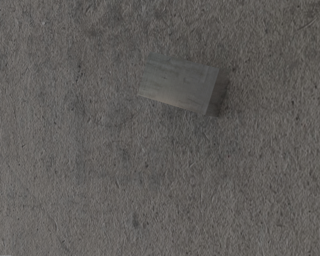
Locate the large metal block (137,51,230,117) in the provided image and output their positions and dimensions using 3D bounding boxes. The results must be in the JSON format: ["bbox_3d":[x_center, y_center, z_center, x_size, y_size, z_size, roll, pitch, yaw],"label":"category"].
[{"bbox_3d":[0.032,-0.049,0.369,0.080,0.080,0.050,18,96,19],"label":"large metal block"}]
